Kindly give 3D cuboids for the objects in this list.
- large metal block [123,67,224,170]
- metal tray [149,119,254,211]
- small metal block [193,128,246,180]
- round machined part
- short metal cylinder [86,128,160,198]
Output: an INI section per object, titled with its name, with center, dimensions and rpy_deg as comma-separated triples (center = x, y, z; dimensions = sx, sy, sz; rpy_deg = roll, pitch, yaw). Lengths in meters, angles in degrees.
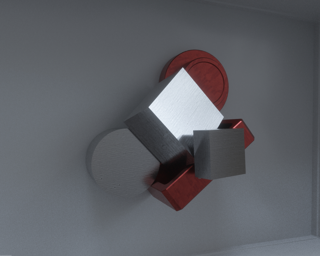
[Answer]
[large metal block]
center = 0.019, -0.010, 0.365
dimensions = 0.080, 0.050, 0.080
rpy_deg = 48, 50, -14
[metal tray]
center = 0.044, 0.040, 0.391
dimensions = 0.131, 0.090, 0.030
rpy_deg = -40, 102, -16
[small metal block]
center = 0.064, 0.026, 0.332
dimensions = 0.050, 0.025, 0.050
rpy_deg = -3, 91, -33
[round machined part]
center = 0.052, -0.058, 0.420
dimensions = 0.099, 0.042, 0.097
rpy_deg = 0, 90, -21
[short metal cylinder]
center = -0.047, 0.040, 0.379
dimensions = 0.081, 0.050, 0.079
rpy_deg = 0, 90, -21
